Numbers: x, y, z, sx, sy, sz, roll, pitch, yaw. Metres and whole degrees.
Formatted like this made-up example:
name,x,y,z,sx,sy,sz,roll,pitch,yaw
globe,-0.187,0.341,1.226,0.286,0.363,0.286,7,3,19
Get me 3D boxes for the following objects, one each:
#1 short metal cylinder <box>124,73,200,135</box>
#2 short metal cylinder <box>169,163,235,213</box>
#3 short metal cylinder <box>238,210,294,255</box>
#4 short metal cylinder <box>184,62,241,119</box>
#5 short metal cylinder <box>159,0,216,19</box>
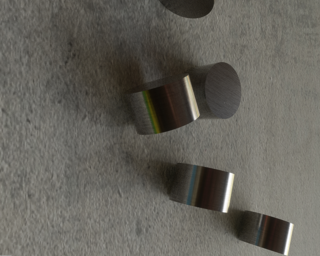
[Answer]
name,x,y,z,sx,sy,sz,roll,pitch,yaw
short metal cylinder,0.002,-0.030,0.373,0.081,0.080,0.050,-28,108,-37
short metal cylinder,0.057,0.080,0.419,0.080,0.080,0.050,20,77,-39
short metal cylinder,0.178,0.176,0.522,0.080,0.080,0.050,29,72,-37
short metal cylinder,0.074,-0.053,0.453,0.081,0.050,0.079,0,90,-40
short metal cylinder,0.040,-0.191,0.404,0.080,0.080,0.050,35,68,-35
